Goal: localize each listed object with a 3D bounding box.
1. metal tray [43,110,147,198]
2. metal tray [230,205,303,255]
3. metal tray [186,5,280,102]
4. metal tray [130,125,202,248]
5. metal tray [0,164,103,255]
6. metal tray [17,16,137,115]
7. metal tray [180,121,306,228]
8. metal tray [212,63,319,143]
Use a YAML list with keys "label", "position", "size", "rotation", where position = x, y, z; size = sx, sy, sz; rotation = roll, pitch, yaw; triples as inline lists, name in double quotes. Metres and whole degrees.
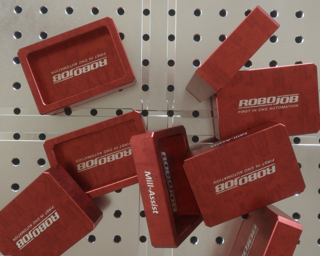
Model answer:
- label: "metal tray"
  position: [-0.074, 0.039, 0.410]
  size: [0.131, 0.030, 0.090]
  rotation: [-19, 90, 0]
- label: "metal tray"
  position: [0.119, 0.161, 0.381]
  size: [0.030, 0.090, 0.129]
  rotation: [22, 90, -1]
- label: "metal tray"
  position: [0.076, -0.077, 0.361]
  size: [0.030, 0.130, 0.090]
  rotation: [43, 90, 0]
- label: "metal tray"
  position: [0.012, 0.066, 0.379]
  size: [0.030, 0.090, 0.129]
  rotation: [-12, 90, 29]
- label: "metal tray"
  position: [-0.149, 0.120, 0.393]
  size: [0.130, 0.030, 0.090]
  rotation: [-40, 92, 15]
- label: "metal tray"
  position: [-0.107, -0.080, 0.410]
  size: [0.131, 0.030, 0.090]
  rotation: [-20, 90, 0]
- label: "metal tray"
  position: [0.100, 0.056, 0.383]
  size: [0.131, 0.030, 0.090]
  rotation: [-21, 97, 0]
- label: "metal tray"
  position: [0.137, -0.032, 0.406]
  size: [0.131, 0.030, 0.089]
  rotation: [-7, 96, -2]
